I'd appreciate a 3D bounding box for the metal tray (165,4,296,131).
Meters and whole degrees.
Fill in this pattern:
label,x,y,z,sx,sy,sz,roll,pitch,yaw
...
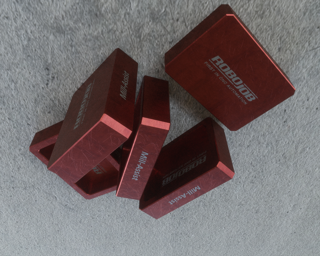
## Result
label,x,y,z,sx,sy,sz,roll,pitch,yaw
metal tray,0.080,-0.061,0.354,0.090,0.030,0.130,-37,122,26

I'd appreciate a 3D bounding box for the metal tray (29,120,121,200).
label,x,y,z,sx,sy,sz,roll,pitch,yaw
metal tray,-0.105,0.044,0.442,0.090,0.030,0.130,-23,127,18

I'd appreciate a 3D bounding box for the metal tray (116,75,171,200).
label,x,y,z,sx,sy,sz,roll,pitch,yaw
metal tray,-0.022,0.014,0.377,0.030,0.090,0.129,13,129,-11

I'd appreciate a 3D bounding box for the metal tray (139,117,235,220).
label,x,y,z,sx,sy,sz,roll,pitch,yaw
metal tray,0.030,0.053,0.412,0.130,0.090,0.030,-36,122,26

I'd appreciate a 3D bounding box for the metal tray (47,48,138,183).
label,x,y,z,sx,sy,sz,roll,pitch,yaw
metal tray,-0.066,-0.018,0.324,0.030,0.130,0.090,36,121,-27
